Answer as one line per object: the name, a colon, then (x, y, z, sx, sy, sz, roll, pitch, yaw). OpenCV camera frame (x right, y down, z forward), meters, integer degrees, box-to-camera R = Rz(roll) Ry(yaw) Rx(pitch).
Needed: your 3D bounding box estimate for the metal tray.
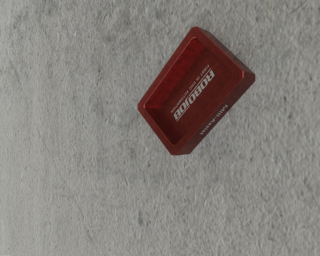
metal tray: (0.037, -0.041, 0.372, 0.129, 0.030, 0.090, -52, 60, 27)
